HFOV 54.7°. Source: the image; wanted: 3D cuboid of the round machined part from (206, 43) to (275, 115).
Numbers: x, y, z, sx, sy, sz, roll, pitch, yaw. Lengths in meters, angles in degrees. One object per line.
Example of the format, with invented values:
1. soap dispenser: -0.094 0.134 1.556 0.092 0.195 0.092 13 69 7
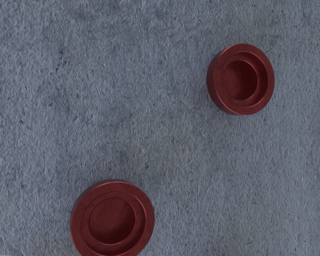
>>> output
1. round machined part: 0.109 -0.066 0.440 0.099 0.042 0.097 0 90 -20

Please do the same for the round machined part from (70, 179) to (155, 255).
1. round machined part: -0.059 0.111 0.378 0.099 0.042 0.097 0 90 -20
